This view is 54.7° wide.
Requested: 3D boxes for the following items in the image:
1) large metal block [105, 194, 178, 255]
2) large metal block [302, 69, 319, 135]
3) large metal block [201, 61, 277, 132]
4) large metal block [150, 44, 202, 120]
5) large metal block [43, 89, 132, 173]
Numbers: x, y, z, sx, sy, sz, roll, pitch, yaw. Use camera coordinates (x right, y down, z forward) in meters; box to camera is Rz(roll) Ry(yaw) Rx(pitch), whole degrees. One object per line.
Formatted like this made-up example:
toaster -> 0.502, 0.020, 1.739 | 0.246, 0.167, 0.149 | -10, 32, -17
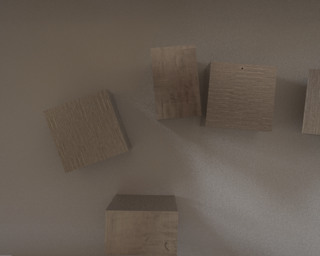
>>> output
large metal block -> -0.021, 0.117, 0.384 | 0.081, 0.080, 0.050 | 1, 90, 0
large metal block -> 0.227, -0.028, 0.383 | 0.080, 0.050, 0.080 | 7, 90, 33
large metal block -> 0.098, -0.038, 0.399 | 0.080, 0.050, 0.080 | 5, 90, 0
large metal block -> 0.018, -0.051, 0.384 | 0.050, 0.080, 0.080 | -5, 90, 0
large metal block -> -0.089, 0.003, 0.398 | 0.080, 0.050, 0.080 | -20, 90, 0
